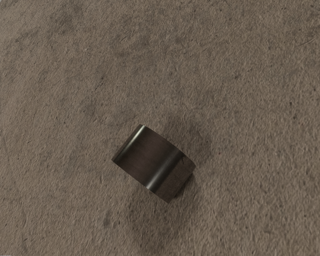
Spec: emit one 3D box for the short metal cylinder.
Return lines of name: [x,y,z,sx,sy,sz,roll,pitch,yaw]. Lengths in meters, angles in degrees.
short metal cylinder: [-0.007,0.040,0.347,0.080,0.080,0.050,31,79,37]
